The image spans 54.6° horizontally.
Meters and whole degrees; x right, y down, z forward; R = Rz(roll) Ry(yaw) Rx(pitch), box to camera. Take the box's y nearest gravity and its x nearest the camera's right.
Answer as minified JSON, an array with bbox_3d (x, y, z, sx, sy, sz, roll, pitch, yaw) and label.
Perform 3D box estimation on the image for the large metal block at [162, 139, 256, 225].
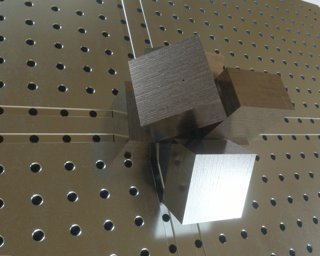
[{"bbox_3d":[0.055,0.059,0.359,0.081,0.050,0.079,2,105,-27],"label":"large metal block"}]

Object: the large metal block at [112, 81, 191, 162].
[{"bbox_3d":[-0.012,-0.006,0.389,0.081,0.050,0.080,7,59,-25],"label":"large metal block"}]

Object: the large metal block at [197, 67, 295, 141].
[{"bbox_3d":[0.096,-0.024,0.375,0.081,0.080,0.050,2,61,-28],"label":"large metal block"}]

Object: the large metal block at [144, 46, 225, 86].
[{"bbox_3d":[0.029,-0.080,0.427,0.081,0.080,0.050,2,99,-27],"label":"large metal block"}]

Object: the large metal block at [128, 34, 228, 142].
[{"bbox_3d":[0.019,-0.041,0.333,0.080,0.050,0.080,-19,64,13],"label":"large metal block"}]

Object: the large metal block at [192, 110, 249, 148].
[{"bbox_3d":[0.065,-0.003,0.427,0.081,0.050,0.080,3,61,-27],"label":"large metal block"}]
